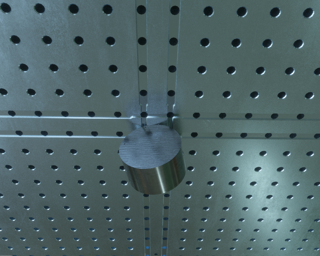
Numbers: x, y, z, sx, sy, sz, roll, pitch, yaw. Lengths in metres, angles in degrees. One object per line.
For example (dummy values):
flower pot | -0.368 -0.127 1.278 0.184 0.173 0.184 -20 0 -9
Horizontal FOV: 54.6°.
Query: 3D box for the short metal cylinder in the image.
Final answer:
short metal cylinder | -0.008 0.040 0.410 0.080 0.080 0.050 -7 130 6
